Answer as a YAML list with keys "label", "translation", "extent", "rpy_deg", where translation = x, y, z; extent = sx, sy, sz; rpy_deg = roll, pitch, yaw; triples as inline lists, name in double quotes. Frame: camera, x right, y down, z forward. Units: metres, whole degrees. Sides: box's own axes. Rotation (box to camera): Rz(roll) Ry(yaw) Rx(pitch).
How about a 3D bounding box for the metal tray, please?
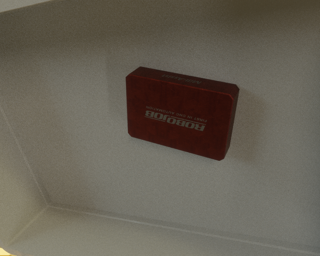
- label: "metal tray"
  translation: [0.023, -0.019, 0.380]
  extent: [0.130, 0.030, 0.089]
  rpy_deg: [14, 124, 19]
